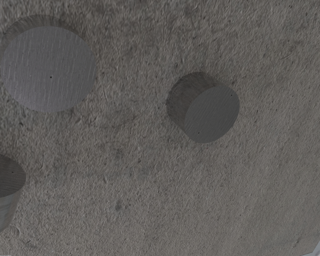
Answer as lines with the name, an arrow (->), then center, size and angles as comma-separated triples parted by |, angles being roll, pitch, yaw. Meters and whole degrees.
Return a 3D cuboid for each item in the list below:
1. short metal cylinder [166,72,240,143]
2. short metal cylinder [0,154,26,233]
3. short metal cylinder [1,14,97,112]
short metal cylinder -> 0.055, -0.027, 0.404 | 0.081, 0.050, 0.079 | -14, 124, -21
short metal cylinder -> -0.184, 0.064, 0.311 | 0.081, 0.080, 0.050 | 13, 112, -34
short metal cylinder -> -0.107, -0.062, 0.294 | 0.081, 0.050, 0.079 | -14, 124, -21
